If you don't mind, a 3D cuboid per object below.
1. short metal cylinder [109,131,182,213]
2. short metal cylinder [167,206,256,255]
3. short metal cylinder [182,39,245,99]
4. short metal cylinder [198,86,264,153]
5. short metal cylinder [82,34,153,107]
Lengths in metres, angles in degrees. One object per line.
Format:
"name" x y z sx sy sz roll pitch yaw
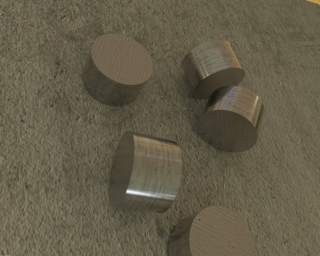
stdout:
"short metal cylinder" -0.018 0.047 0.330 0.050 0.080 0.080 14 56 -21
"short metal cylinder" 0.055 0.131 0.337 0.081 0.050 0.080 14 56 -21
"short metal cylinder" 0.079 -0.086 0.463 0.081 0.080 0.050 -6 65 -31
"short metal cylinder" 0.098 -0.011 0.428 0.080 0.080 0.050 34 52 -6
"short metal cylinder" -0.056 -0.075 0.403 0.081 0.050 0.080 14 56 -21
